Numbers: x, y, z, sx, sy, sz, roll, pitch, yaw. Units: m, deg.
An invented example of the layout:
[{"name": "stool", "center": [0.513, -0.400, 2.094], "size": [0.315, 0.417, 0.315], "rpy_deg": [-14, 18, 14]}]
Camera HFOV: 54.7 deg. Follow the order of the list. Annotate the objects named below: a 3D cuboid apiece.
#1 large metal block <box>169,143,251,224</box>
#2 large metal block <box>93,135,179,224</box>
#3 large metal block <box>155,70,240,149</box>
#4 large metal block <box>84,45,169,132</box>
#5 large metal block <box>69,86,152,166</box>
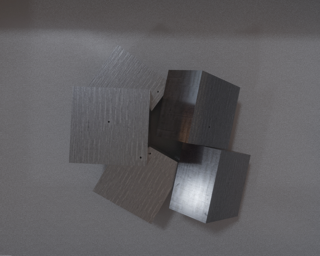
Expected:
[{"name": "large metal block", "center": [0.063, 0.064, 0.376], "size": [0.050, 0.080, 0.080], "rpy_deg": [12, 90, 39]}, {"name": "large metal block", "center": [-0.026, 0.060, 0.394], "size": [0.080, 0.050, 0.080], "rpy_deg": [30, 90, -1]}, {"name": "large metal block", "center": [0.048, -0.021, 0.377], "size": [0.081, 0.050, 0.080], "rpy_deg": [11, 90, -45]}, {"name": "large metal block", "center": [-0.042, -0.045, 0.397], "size": [0.080, 0.050, 0.080], "rpy_deg": [36, 90, -1]}, {"name": "large metal block", "center": [-0.052, -0.002, 0.345], "size": [0.081, 0.050, 0.079], "rpy_deg": [3, 89, 1]}]
